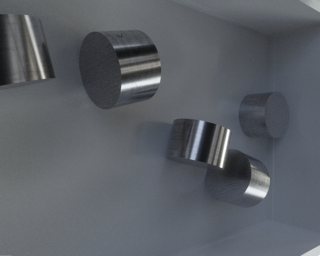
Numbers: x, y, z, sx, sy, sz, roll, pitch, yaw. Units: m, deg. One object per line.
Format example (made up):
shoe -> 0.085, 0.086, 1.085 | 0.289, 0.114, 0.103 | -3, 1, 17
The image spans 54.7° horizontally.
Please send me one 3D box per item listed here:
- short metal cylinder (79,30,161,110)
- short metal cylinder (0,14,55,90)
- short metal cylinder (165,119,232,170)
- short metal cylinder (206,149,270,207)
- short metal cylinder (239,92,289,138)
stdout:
short metal cylinder -> -0.044, -0.064, 0.335 | 0.050, 0.080, 0.079 | -18, 102, -39
short metal cylinder -> -0.135, -0.059, 0.259 | 0.081, 0.080, 0.050 | -19, 103, -39
short metal cylinder -> 0.051, 0.023, 0.416 | 0.080, 0.080, 0.050 | 22, 76, -38
short metal cylinder -> 0.118, 0.077, 0.473 | 0.050, 0.080, 0.080 | 24, 75, -38
short metal cylinder -> 0.185, -0.023, 0.549 | 0.081, 0.050, 0.079 | 0, 90, -40
